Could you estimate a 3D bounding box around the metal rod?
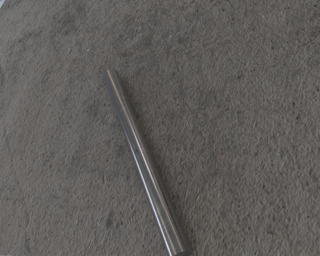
[{"bbox_3d":[-0.029,0.023,0.405,0.025,0.025,0.300,-31,52,8],"label":"metal rod"}]
